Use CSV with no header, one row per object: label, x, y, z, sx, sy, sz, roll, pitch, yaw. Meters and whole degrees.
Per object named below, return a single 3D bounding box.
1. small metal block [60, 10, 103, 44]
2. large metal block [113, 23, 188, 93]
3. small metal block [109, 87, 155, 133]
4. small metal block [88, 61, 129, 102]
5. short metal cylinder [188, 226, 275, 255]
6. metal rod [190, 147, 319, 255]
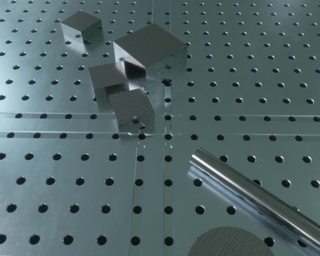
small metal block,-0.141,-0.183,0.559,0.050,0.025,0.050,28,55,21
large metal block,-0.015,-0.112,0.485,0.081,0.050,0.080,-32,57,-24
small metal block,-0.039,-0.026,0.429,0.050,0.025,0.050,-15,52,-13
small metal block,-0.077,-0.071,0.466,0.050,0.025,0.050,-14,52,-12
short metal cylinder,0.061,0.137,0.277,0.081,0.050,0.080,0,50,0
metal rod,0.157,0.110,0.317,0.300,0.025,0.025,34,58,25
